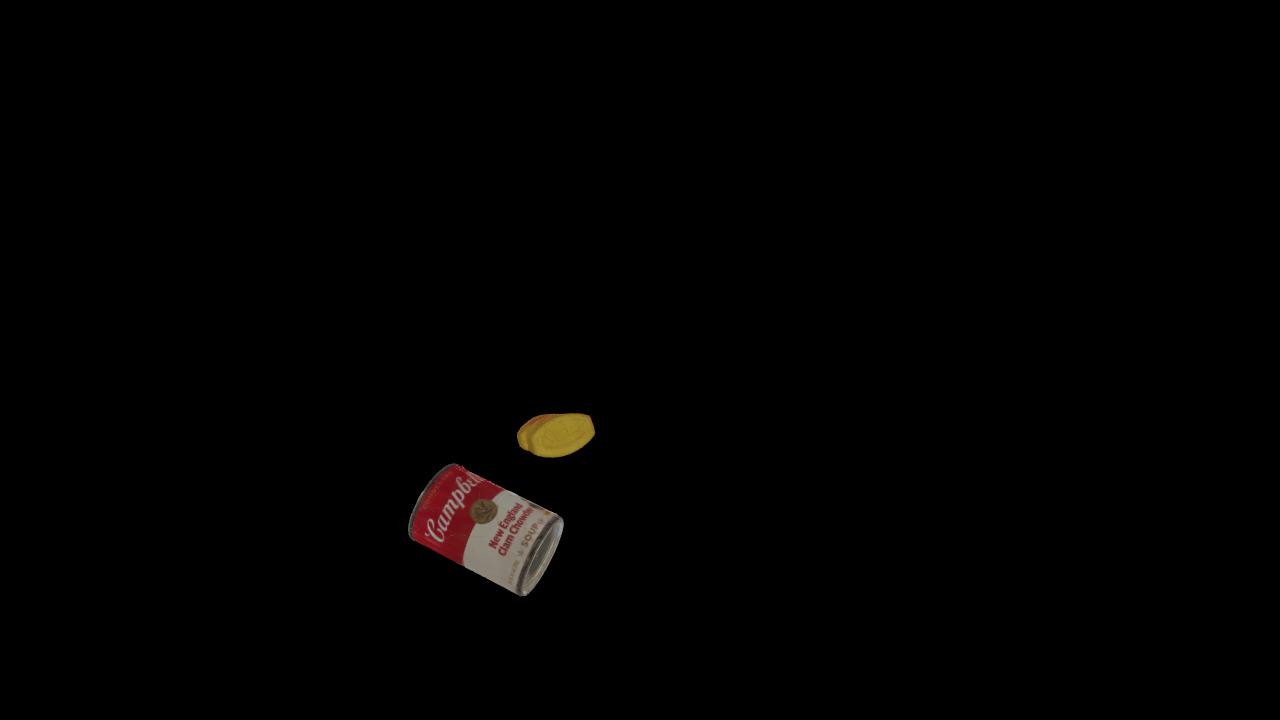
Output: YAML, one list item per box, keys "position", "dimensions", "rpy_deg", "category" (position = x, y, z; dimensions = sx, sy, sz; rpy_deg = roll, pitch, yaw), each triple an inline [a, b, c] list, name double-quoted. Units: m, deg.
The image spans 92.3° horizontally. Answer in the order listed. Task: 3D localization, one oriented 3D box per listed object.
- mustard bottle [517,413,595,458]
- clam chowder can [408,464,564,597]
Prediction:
- position: [-0.134, 0.107, 0.903]
  dimensions: [0.092, 0.054, 0.184]
  rpy_deg: [-24, 5, -21]
  category: "mustard bottle"
- position: [-0.120, 0.134, 0.489]
  dimensions: [0.102, 0.068, 0.068]
  rpy_deg: [23, 5, 11]
  category: "clam chowder can"
